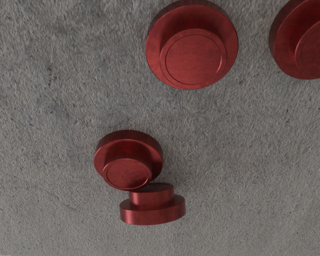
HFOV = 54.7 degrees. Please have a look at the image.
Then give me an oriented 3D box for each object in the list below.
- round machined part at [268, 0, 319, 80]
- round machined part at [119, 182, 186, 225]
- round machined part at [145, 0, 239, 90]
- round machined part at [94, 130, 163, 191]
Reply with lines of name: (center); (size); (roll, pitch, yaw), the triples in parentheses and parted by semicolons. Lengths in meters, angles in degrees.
round machined part: (0.168, -0.091, 0.320); (0.099, 0.042, 0.097); (0, 130, 0)
round machined part: (-0.012, 0.109, 0.465); (0.099, 0.098, 0.042); (-5, 91, 4)
round machined part: (0.034, -0.081, 0.328); (0.099, 0.042, 0.097); (0, 130, 0)
round machined part: (-0.045, 0.053, 0.440); (0.099, 0.042, 0.097); (0, 130, 0)
